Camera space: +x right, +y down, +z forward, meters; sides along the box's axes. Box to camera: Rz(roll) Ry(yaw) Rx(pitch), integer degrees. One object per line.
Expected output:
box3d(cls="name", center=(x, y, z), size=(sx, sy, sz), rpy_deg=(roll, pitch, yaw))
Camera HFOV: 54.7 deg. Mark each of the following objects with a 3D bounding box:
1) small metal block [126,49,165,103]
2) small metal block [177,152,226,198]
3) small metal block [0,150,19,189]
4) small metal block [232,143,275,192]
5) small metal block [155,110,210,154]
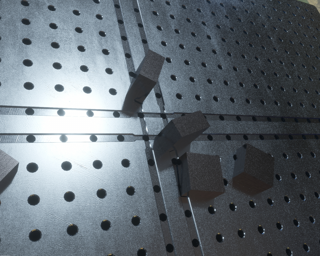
box3d(cls="small metal block", center=(-0.020, -0.071, 0.426), size=(0.025, 0.050, 0.050), rpy_deg=(26, 53, -13))
box3d(cls="small metal block", center=(0.053, 0.061, 0.401), size=(0.050, 0.025, 0.050), rpy_deg=(9, 58, -24))
box3d(cls="small metal block", center=(-0.172, 0.040, 0.291), size=(0.050, 0.025, 0.050), rpy_deg=(36, 51, -4))
box3d(cls="small metal block", center=(0.136, 0.057, 0.449), size=(0.050, 0.025, 0.050), rpy_deg=(28, 52, -11))
box3d(cls="small metal block", center=(0.029, 0.005, 0.406), size=(0.050, 0.050, 0.025), rpy_deg=(-19, 72, -36))
